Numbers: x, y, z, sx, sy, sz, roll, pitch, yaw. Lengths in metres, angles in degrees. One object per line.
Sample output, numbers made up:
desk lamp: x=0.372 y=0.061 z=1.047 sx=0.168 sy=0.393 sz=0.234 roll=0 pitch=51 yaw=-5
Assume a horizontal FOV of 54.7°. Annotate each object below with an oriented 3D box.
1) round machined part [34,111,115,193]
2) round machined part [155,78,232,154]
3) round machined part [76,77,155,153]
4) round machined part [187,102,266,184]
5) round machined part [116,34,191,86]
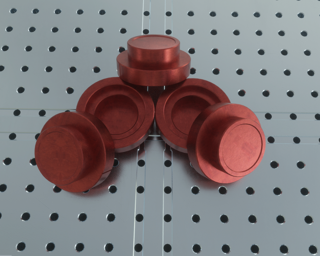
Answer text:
round machined part: x=-0.107 y=0.030 z=0.366 sx=0.098 sy=0.042 sz=0.097 roll=3 pitch=97 yaw=22
round machined part: x=0.043 y=-0.013 z=0.408 sx=0.099 sy=0.042 sz=0.098 roll=0 pitch=70 yaw=-1
round machined part: x=-0.056 y=-0.014 z=0.406 sx=0.099 sy=0.042 sz=0.098 roll=0 pitch=70 yaw=-1
round machined part: x=0.085 y=0.020 z=0.368 sx=0.099 sy=0.042 sz=0.097 roll=-5 pitch=101 yaw=-25
round machined part: x=-0.008 y=-0.094 z=0.410 sx=0.099 sy=0.042 sz=0.098 roll=0 pitch=32 yaw=0
